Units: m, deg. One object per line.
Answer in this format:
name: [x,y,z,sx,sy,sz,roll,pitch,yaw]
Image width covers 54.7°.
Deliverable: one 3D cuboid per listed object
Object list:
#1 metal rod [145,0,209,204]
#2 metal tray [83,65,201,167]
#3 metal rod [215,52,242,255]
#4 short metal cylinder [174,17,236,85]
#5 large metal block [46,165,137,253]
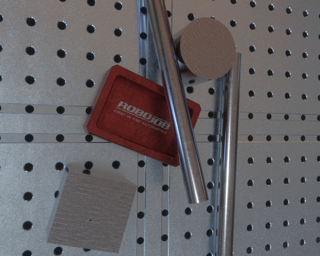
metal rod: [0.015,-0.058,0.388,0.025,0.025,0.298,-9,81,-20]
metal tray: [-0.020,-0.013,0.403,0.131,0.030,0.090,24,82,-19]
metal rod: [0.099,0.041,0.450,0.025,0.025,0.298,3,89,-20]
short metal cylinder: [0.054,-0.102,0.420,0.081,0.050,0.079,0,89,-20]
large metal block: [-0.082,0.095,0.370,0.081,0.050,0.080,17,84,-20]
